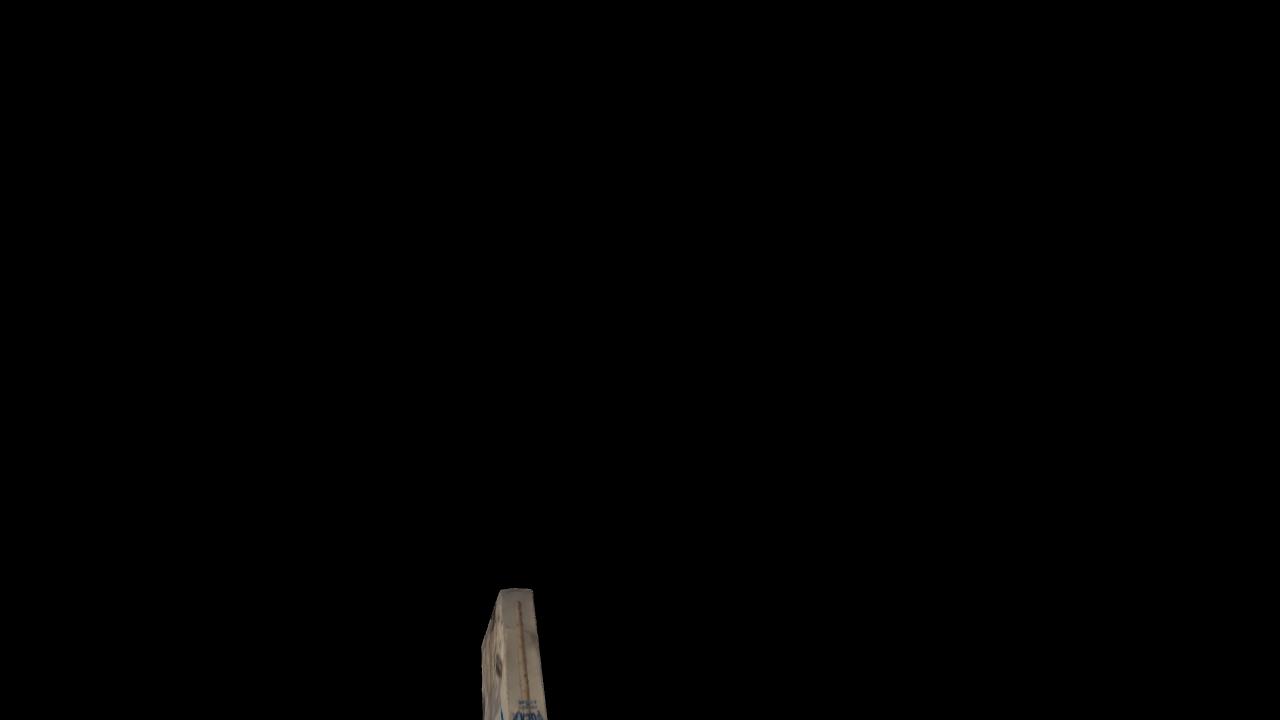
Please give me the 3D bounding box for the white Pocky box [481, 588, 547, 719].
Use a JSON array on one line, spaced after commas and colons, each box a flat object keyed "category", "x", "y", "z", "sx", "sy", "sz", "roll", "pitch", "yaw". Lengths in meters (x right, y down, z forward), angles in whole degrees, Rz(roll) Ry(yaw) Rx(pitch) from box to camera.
[{"category": "white Pocky box", "x": -0.083, "y": 0.240, "z": 0.402, "sx": 0.028, "sy": 0.084, "sz": 0.154, "roll": 8, "pitch": 36, "yaw": -22}]
